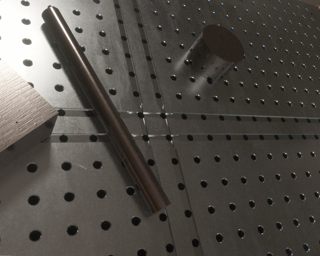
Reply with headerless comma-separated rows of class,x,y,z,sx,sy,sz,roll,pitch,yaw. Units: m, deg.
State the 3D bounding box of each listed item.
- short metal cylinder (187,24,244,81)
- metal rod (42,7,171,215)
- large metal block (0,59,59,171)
short metal cylinder,0.093,-0.127,0.522,0.081,0.050,0.080,14,56,-21
metal rod,-0.074,-0.031,0.388,0.025,0.025,0.299,-21,73,-36
large metal block,-0.165,-0.010,0.310,0.080,0.050,0.080,44,51,2
